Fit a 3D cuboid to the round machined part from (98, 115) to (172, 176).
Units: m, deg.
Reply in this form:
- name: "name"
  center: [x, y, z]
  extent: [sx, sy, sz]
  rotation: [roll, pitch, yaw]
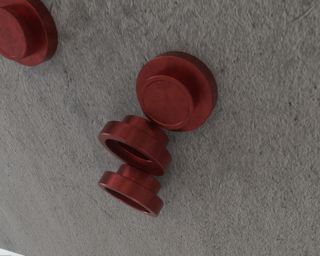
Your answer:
- name: "round machined part"
  center: [-0.027, 0.019, 0.405]
  extent: [0.098, 0.042, 0.098]
  rotation: [25, 157, 12]

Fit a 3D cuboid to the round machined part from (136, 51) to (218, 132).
- name: "round machined part"
  center: [0.015, -0.037, 0.365]
  extent: [0.098, 0.042, 0.097]
  rotation: [13, 124, 21]

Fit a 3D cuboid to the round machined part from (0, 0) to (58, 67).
- name: "round machined part"
  center: [-0.191, -0.129, 0.417]
  extent: [0.098, 0.042, 0.097]
  rotation: [13, 124, 21]

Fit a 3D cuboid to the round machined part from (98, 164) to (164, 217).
- name: "round machined part"
  center: [-0.037, 0.087, 0.452]
  extent: [0.098, 0.042, 0.098]
  rotation: [25, 158, 11]
